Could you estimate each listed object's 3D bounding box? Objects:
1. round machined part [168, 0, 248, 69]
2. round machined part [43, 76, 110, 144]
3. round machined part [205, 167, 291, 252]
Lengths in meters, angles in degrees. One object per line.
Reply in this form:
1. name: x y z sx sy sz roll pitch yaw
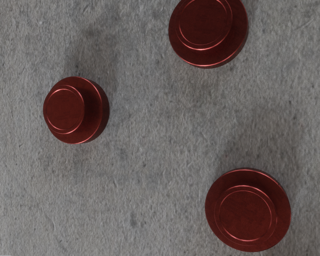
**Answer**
1. round machined part: 0.057 -0.125 0.380 0.098 0.042 0.097 0 90 19
2. round machined part: -0.126 -0.026 0.443 0.098 0.042 0.097 0 90 19
3. round machined part: 0.101 0.098 0.364 0.098 0.042 0.097 0 90 19
